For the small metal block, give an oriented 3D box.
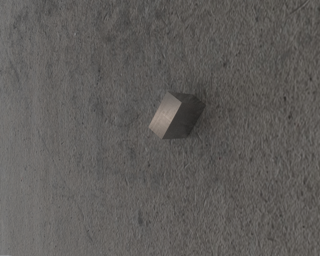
[{"bbox_3d":[0.021,-0.014,0.372,0.025,0.050,0.050,42,116,32],"label":"small metal block"}]
